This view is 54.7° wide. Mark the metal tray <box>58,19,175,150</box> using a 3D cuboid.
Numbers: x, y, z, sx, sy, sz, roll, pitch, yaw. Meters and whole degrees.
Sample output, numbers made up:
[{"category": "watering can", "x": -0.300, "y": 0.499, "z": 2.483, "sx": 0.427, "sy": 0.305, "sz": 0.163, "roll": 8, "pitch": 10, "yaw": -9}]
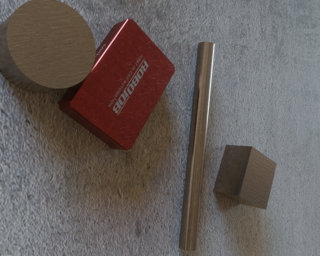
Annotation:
[{"category": "metal tray", "x": -0.044, "y": -0.050, "z": 0.366, "sx": 0.090, "sy": 0.030, "sz": 0.130, "roll": 43, "pitch": 64, "yaw": -32}]

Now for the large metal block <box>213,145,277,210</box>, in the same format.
[{"category": "large metal block", "x": 0.142, "y": 0.081, "z": 0.511, "sx": 0.080, "sy": 0.050, "sz": 0.080, "roll": 31, "pitch": 71, "yaw": -36}]

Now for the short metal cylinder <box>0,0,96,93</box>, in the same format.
[{"category": "short metal cylinder", "x": -0.110, "y": -0.075, "z": 0.297, "sx": 0.081, "sy": 0.050, "sz": 0.079, "roll": 0, "pitch": 90, "yaw": -40}]

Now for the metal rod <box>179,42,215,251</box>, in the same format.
[{"category": "metal rod", "x": 0.054, "y": 0.023, "z": 0.452, "sx": 0.025, "sy": 0.025, "sz": 0.298, "roll": 10, "pitch": 84, "yaw": -40}]
